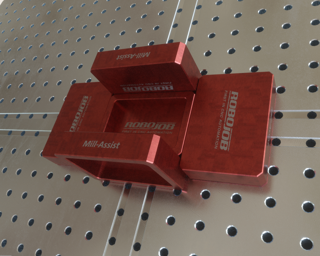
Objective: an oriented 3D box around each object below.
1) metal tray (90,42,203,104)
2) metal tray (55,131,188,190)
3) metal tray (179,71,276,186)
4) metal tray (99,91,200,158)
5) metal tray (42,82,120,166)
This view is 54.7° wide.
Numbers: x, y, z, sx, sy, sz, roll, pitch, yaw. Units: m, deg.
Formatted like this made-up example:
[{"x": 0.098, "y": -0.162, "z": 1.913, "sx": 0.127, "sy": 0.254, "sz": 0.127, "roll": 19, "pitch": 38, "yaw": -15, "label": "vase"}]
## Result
[{"x": -0.014, "y": -0.067, "z": 0.414, "sx": 0.130, "sy": 0.090, "sz": 0.030, "roll": 1, "pitch": 63, "yaw": 28, "label": "metal tray"}, {"x": -0.044, "y": 0.038, "z": 0.363, "sx": 0.130, "sy": 0.090, "sz": 0.030, "roll": 1, "pitch": 63, "yaw": 28, "label": "metal tray"}, {"x": 0.081, "y": -0.003, "z": 0.361, "sx": 0.090, "sy": 0.030, "sz": 0.130, "roll": 2, "pitch": 62, "yaw": 27, "label": "metal tray"}, {"x": -0.017, "y": -0.001, "z": 0.410, "sx": 0.130, "sy": 0.030, "sz": 0.090, "roll": 1, "pitch": 62, "yaw": 28, "label": "metal tray"}, {"x": -0.113, "y": -0.008, "z": 0.467, "sx": 0.090, "sy": 0.030, "sz": 0.130, "roll": 1, "pitch": 62, "yaw": 28, "label": "metal tray"}]
